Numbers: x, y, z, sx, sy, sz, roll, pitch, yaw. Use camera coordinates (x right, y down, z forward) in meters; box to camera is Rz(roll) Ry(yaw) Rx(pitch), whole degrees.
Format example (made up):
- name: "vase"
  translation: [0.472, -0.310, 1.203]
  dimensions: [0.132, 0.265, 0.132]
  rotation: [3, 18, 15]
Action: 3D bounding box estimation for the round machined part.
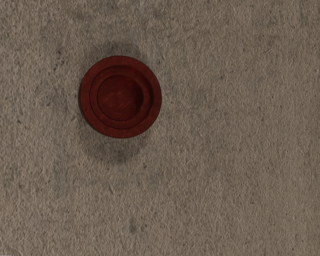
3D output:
- name: "round machined part"
  translation: [-0.051, -0.036, 0.382]
  dimensions: [0.099, 0.042, 0.097]
  rotation: [0, 90, -21]
